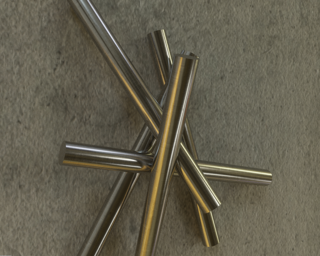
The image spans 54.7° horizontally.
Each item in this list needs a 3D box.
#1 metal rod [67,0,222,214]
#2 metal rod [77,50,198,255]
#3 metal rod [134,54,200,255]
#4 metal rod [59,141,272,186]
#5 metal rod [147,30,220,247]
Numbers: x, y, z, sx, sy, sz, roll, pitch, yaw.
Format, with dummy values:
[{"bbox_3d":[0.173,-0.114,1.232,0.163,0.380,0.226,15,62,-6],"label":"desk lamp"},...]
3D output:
[{"bbox_3d":[-0.021,-0.035,0.363,0.025,0.025,0.299,-32,86,-18],"label":"metal rod"},{"bbox_3d":[-0.029,0.041,0.383,0.025,0.025,0.299,28,86,-18],"label":"metal rod"},{"bbox_3d":[-0.001,0.068,0.349,0.025,0.025,0.298,3,112,-20],"label":"metal rod"},{"bbox_3d":[0.030,0.050,0.387,0.302,0.025,0.025,11,86,-30],"label":"metal rod"},{"bbox_3d":[0.034,0.018,0.422,0.025,0.025,0.298,-17,96,-20],"label":"metal rod"}]
